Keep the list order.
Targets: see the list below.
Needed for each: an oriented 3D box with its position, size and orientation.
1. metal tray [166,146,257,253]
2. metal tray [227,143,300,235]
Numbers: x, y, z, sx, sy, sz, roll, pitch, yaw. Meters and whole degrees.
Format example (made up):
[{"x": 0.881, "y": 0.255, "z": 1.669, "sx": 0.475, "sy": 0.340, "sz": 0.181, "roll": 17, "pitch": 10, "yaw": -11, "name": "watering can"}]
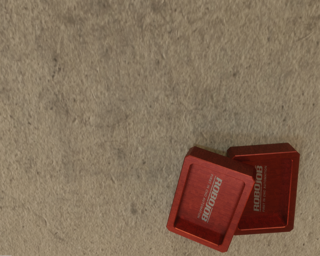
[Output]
[{"x": 0.067, "y": 0.099, "z": 0.422, "sx": 0.090, "sy": 0.030, "sz": 0.129, "roll": 18, "pitch": 116, "yaw": 13, "name": "metal tray"}, {"x": 0.144, "y": 0.089, "z": 0.441, "sx": 0.091, "sy": 0.030, "sz": 0.129, "roll": -4, "pitch": 110, "yaw": 1, "name": "metal tray"}]
